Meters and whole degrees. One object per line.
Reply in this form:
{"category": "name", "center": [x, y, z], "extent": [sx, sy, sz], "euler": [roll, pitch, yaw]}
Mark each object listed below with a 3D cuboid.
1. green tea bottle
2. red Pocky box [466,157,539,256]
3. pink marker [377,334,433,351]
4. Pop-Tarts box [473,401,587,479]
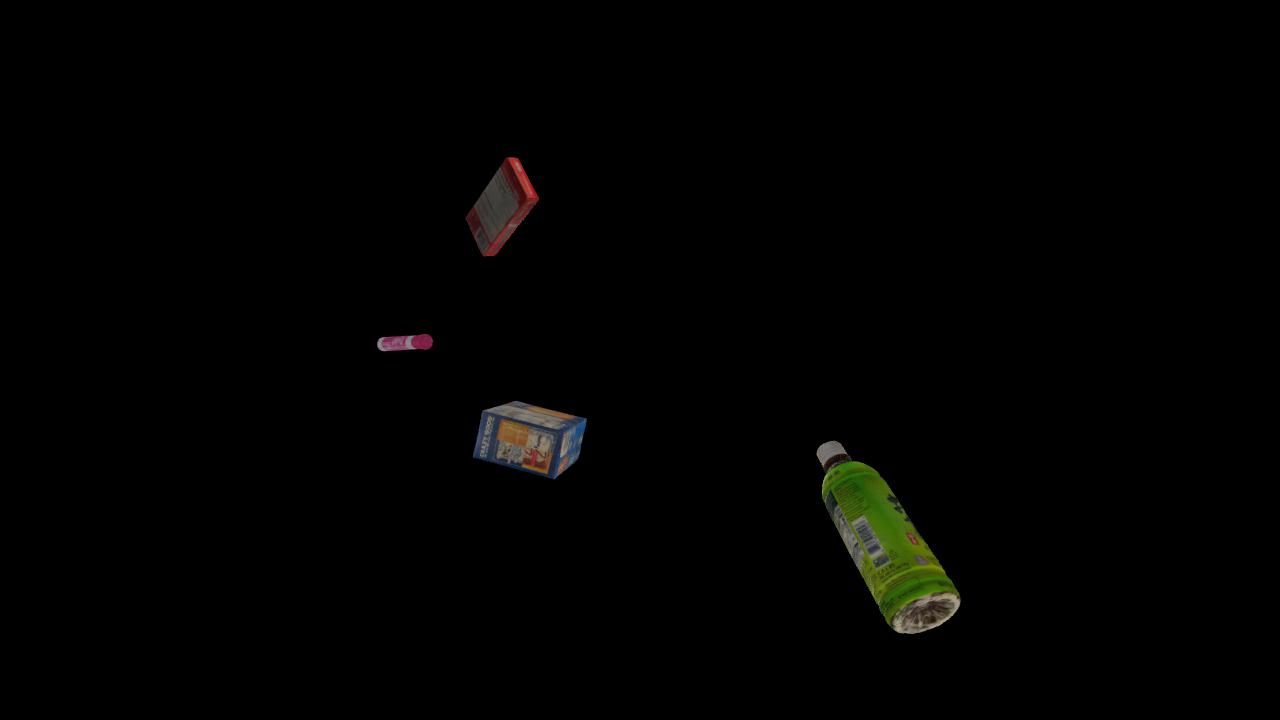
{"category": "green tea bottle", "center": [0.238, 0.167, 0.634], "extent": [0.073, 0.073, 0.212], "euler": [0, 38, -15]}
{"category": "red Pocky box", "center": [-0.225, -0.244, 0.994], "extent": [0.028, 0.083, 0.155], "euler": [-11, -20, -47]}
{"category": "pink marker", "center": [-0.294, -0.021, 0.769], "extent": [0.121, 0.020, 0.020], "euler": [-1, -1, 44]}
{"category": "Pop-Tarts box", "center": [-0.181, 0.131, 1.048], "extent": [0.141, 0.083, 0.167], "euler": [14, 3, 6]}
